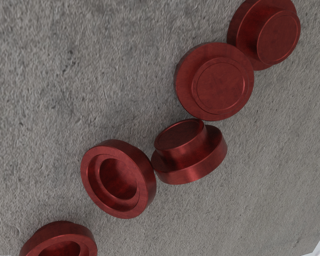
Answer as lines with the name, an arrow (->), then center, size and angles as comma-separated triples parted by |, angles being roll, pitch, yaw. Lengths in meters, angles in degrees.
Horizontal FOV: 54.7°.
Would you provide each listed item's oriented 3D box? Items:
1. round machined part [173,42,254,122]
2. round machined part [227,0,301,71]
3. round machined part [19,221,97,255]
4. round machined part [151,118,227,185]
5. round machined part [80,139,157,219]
round machined part -> 0.068, -0.054, 0.378 | 0.099, 0.042, 0.097 | -2, 109, -6
round machined part -> 0.139, -0.120, 0.397 | 0.099, 0.042, 0.097 | -14, 124, -21
round machined part -> -0.139, 0.166, 0.423 | 0.099, 0.042, 0.097 | -14, 124, -21
round machined part -> 0.031, 0.023, 0.393 | 0.098, 0.098, 0.042 | -31, 114, -8
round machined part -> -0.047, 0.059, 0.383 | 0.042, 0.098, 0.097 | -35, 141, -55
